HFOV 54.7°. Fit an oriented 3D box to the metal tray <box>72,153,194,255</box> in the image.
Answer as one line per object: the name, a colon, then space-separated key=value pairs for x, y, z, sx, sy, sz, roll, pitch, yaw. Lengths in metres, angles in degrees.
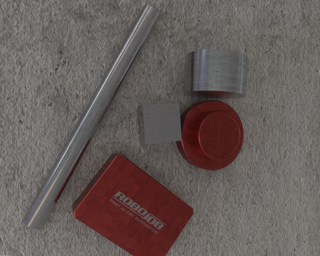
metal tray: x=-0.032 y=0.104 z=0.395 sx=0.130 sy=0.030 sz=0.090 roll=40 pitch=77 yaw=-16

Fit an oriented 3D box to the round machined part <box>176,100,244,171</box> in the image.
round machined part: x=0.075 y=0.010 z=0.428 sx=0.099 sy=0.042 sz=0.097 roll=0 pitch=90 yaw=-20

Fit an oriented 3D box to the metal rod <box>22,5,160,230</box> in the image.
metal rod: x=-0.079 y=-0.020 z=0.380 sx=0.025 sy=0.025 sz=0.299 roll=30 pitch=80 yaw=-18

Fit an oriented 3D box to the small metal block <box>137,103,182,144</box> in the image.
small metal block: x=-0.001 y=-0.006 z=0.409 sx=0.050 sy=0.025 sz=0.050 roll=-5 pitch=92 yaw=-20

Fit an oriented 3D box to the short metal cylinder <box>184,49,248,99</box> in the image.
short metal cylinder: x=0.073 y=-0.068 z=0.407 sx=0.081 sy=0.080 sz=0.050 roll=4 pitch=89 yaw=-20
